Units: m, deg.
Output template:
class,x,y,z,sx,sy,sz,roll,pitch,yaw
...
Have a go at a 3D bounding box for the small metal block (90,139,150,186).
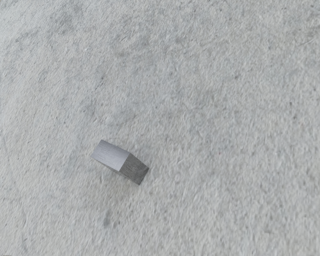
class,x,y,z,sx,sy,sz,roll,pitch,yaw
small metal block,-0.049,0.043,0.386,0.050,0.050,0.025,20,73,35
